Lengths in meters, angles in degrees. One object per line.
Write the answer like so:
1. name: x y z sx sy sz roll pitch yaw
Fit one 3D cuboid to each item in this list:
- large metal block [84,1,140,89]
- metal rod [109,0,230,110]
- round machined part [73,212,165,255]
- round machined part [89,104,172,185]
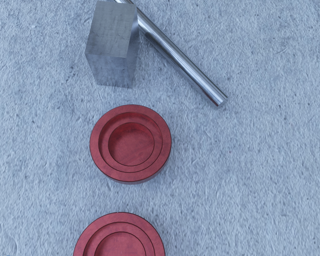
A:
1. large metal block: -0.060 -0.109 0.418 0.050 0.080 0.080 7 70 2
2. metal rod: -0.011 -0.141 0.459 0.025 0.025 0.300 -38 75 -13
3. round machined part: -0.043 0.145 0.346 0.099 0.042 0.098 0 70 0
4. round machined part: -0.035 0.023 0.390 0.099 0.042 0.098 0 70 0
